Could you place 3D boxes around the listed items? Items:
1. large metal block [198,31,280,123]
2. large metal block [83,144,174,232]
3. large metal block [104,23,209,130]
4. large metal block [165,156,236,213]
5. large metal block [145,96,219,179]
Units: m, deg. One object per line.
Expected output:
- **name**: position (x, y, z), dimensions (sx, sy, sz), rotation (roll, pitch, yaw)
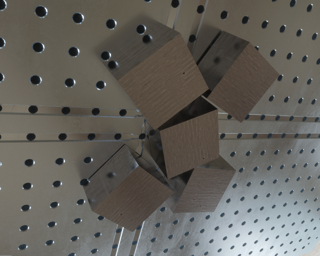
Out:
- **large metal block**: position (0.095, -0.065, 0.404), dimensions (0.080, 0.050, 0.080), rotation (28, 103, -40)
- **large metal block**: position (-0.042, 0.083, 0.420), dimensions (0.080, 0.050, 0.080), rotation (-44, 129, 2)
- **large metal block**: position (-0.003, -0.059, 0.356), dimensions (0.080, 0.050, 0.080), rotation (-38, 129, -2)
- **large metal block**: position (0.056, 0.081, 0.475), dimensions (0.081, 0.050, 0.080), rotation (9, 114, -33)
- **large metal block**: position (0.031, 0.010, 0.416), dimensions (0.081, 0.050, 0.080), rotation (-21, 127, -16)
